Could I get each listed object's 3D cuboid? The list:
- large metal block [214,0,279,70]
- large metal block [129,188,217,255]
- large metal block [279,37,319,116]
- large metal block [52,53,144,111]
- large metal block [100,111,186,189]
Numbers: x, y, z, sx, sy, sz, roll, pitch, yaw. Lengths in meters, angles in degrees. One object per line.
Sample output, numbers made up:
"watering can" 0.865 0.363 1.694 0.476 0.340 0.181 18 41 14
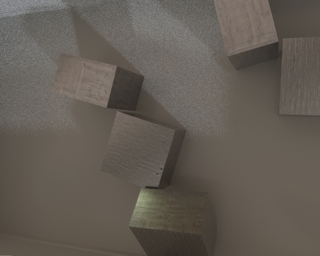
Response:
"large metal block" 0.097 -0.117 0.347 0.050 0.080 0.080 -14 86 19
"large metal block" 0.020 0.118 0.368 0.080 0.080 0.050 0 45 20
"large metal block" 0.174 -0.052 0.336 0.080 0.050 0.079 3 91 20
"large metal block" -0.078 -0.058 0.409 0.080 0.080 0.050 17 96 19
"large metal block" -0.021 0.029 0.404 0.080 0.050 0.080 18 96 19
